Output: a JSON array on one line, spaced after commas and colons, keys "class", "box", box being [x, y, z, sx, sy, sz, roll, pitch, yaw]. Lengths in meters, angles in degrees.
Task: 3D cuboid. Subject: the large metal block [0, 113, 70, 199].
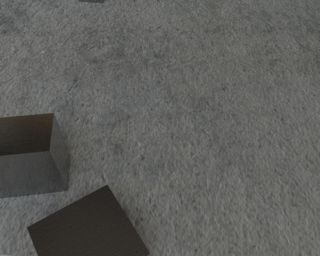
[{"class": "large metal block", "box": [-0.149, 0.032, 0.339, 0.081, 0.080, 0.050, -6, 51, -5]}]

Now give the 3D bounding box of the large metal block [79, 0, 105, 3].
[{"class": "large metal block", "box": [-0.136, -0.313, 0.629, 0.050, 0.080, 0.080, 6, 50, 5]}]

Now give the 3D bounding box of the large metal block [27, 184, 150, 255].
[{"class": "large metal block", "box": [-0.064, 0.114, 0.290, 0.081, 0.050, 0.080, -27, 55, -21]}]
